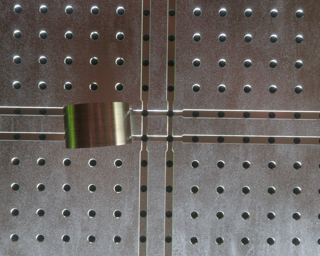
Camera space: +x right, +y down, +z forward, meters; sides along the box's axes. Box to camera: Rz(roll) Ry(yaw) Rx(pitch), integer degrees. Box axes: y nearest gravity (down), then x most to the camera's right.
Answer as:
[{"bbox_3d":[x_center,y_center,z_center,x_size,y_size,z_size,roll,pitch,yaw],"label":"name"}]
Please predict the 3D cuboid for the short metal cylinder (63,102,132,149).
[{"bbox_3d":[-0.077,-0.003,0.385,0.080,0.080,0.050,-4,90,0],"label":"short metal cylinder"}]
